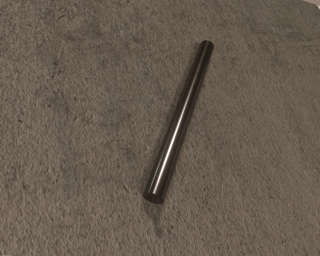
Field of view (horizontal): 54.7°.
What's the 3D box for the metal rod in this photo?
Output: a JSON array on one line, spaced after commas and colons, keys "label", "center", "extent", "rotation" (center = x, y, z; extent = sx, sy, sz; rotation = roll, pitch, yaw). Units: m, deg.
[{"label": "metal rod", "center": [0.037, -0.030, 0.443], "extent": [0.025, 0.025, 0.300], "rotation": [30, 52, -10]}]
